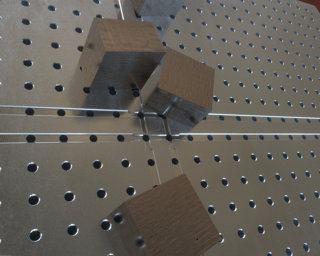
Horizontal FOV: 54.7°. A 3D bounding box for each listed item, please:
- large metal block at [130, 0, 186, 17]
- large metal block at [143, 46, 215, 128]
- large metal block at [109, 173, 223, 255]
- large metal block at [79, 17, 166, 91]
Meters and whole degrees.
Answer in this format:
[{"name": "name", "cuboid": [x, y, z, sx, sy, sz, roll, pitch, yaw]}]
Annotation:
[{"name": "large metal block", "cuboid": [0.002, -0.236, 0.520, 0.081, 0.080, 0.050, -13, 69, -34]}, {"name": "large metal block", "cuboid": [0.029, -0.058, 0.445, 0.080, 0.050, 0.080, 22, 54, -16]}, {"name": "large metal block", "cuboid": [0.005, 0.106, 0.332, 0.081, 0.050, 0.080, -19, 72, -36]}, {"name": "large metal block", "cuboid": [-0.051, -0.093, 0.403, 0.081, 0.080, 0.050, -8, 66, -32]}]
